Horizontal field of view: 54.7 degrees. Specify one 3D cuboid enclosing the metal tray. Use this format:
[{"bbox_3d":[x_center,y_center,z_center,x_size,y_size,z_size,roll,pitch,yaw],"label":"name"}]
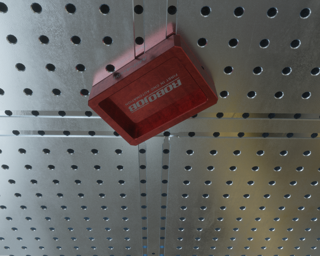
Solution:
[{"bbox_3d":[-0.009,-0.039,0.374,0.130,0.030,0.090,-28,125,21],"label":"metal tray"}]
